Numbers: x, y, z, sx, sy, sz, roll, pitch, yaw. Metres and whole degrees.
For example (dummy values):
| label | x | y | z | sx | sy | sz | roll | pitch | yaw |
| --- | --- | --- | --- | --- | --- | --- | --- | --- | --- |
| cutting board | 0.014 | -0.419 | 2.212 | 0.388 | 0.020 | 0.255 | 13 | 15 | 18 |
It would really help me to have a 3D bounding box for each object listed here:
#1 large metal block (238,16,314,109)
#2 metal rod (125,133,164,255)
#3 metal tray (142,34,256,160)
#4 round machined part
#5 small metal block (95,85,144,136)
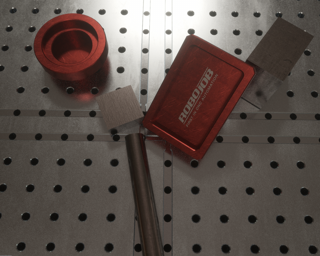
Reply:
| label | x | y | z | sx | sy | sz | roll | pitch | yaw |
| --- | --- | --- | --- | --- | --- | --- | --- | --- | --- |
| large metal block | 0.146 | -0.084 | 0.414 | 0.050 | 0.080 | 0.080 | 35 | 72 | 10 |
| metal rod | -0.007 | 0.149 | 0.357 | 0.025 | 0.025 | 0.299 | -10 | 70 | -4 |
| metal tray | 0.046 | -0.037 | 0.385 | 0.090 | 0.030 | 0.129 | 32 | 109 | 10 |
| round machined part | -0.123 | -0.110 | 0.442 | 0.099 | 0.042 | 0.098 | 0 | 70 | 0 |
| small metal block | -0.053 | -0.024 | 0.420 | 0.050 | 0.025 | 0.050 | -21 | 72 | -8 |
